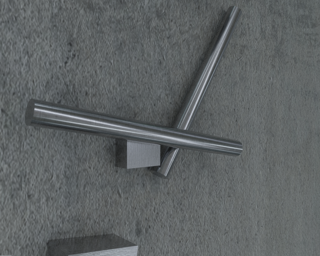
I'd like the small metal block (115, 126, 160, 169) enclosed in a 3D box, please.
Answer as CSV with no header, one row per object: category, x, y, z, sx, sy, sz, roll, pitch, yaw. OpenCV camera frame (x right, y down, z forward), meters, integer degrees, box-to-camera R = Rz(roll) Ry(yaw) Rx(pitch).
small metal block,-0.027,0.022,0.384,0.050,0.025,0.050,0,90,-40

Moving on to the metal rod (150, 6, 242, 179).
metal rod,0.061,-0.065,0.457,0.025,0.025,0.300,40,65,-33

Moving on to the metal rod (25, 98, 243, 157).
metal rod,-0.001,0.008,0.372,0.302,0.025,0.025,11,83,-39

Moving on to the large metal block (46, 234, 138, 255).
large metal block,-0.075,0.162,0.328,0.081,0.050,0.080,10,84,-40
